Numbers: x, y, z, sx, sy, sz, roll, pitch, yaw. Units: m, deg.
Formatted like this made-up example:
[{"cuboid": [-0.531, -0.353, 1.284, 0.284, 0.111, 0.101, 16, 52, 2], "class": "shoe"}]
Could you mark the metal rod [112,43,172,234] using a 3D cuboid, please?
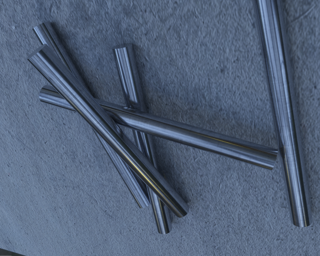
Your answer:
[{"cuboid": [-0.019, 0.033, 0.436, 0.025, 0.025, 0.298, 3, 120, 27], "class": "metal rod"}]

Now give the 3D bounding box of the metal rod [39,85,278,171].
[{"cuboid": [-0.014, -0.005, 0.379, 0.301, 0.025, 0.025, 16, 125, 14], "class": "metal rod"}]

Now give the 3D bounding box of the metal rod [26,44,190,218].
[{"cuboid": [-0.046, 0.023, 0.390, 0.025, 0.025, 0.300, -14, 129, 34], "class": "metal rod"}]

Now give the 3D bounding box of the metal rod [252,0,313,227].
[{"cuboid": [0.131, -0.016, 0.327, 0.025, 0.025, 0.298, -5, 116, 30], "class": "metal rod"}]

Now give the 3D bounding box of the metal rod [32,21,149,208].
[{"cuboid": [-0.089, -0.008, 0.449, 0.025, 0.025, 0.299, -16, 110, 34], "class": "metal rod"}]
